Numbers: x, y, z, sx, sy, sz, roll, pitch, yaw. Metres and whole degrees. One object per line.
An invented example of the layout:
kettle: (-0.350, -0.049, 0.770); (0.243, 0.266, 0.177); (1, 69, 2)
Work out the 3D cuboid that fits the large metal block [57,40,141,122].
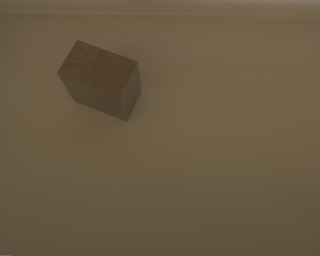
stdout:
large metal block: (-0.073, -0.058, 0.401); (0.080, 0.080, 0.050); (21, 72, 7)
